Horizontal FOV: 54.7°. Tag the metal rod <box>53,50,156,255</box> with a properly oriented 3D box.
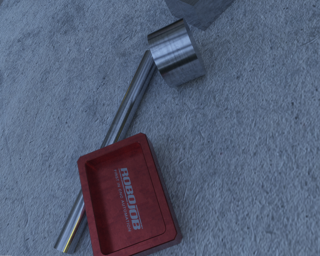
[{"bbox_3d":[-0.065,0.018,0.426,0.025,0.025,0.300,9,66,32],"label":"metal rod"}]

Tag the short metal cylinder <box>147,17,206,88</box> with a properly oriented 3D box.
[{"bbox_3d":[0.024,-0.100,0.417,0.050,0.080,0.080,-21,54,15],"label":"short metal cylinder"}]

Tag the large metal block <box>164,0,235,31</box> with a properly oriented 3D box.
[{"bbox_3d":[0.062,-0.209,0.484,0.080,0.050,0.080,-45,51,-4],"label":"large metal block"}]

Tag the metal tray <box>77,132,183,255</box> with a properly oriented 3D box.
[{"bbox_3d":[-0.038,0.079,0.354,0.090,0.030,0.130,-22,60,4],"label":"metal tray"}]
